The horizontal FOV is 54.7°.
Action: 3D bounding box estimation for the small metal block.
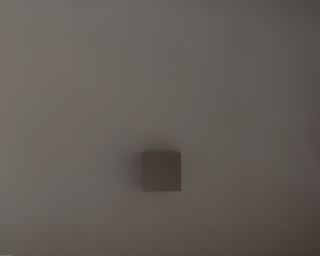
[{"bbox_3d":[0.002,0.057,0.412,0.050,0.025,0.050,0,90,-1],"label":"small metal block"}]
